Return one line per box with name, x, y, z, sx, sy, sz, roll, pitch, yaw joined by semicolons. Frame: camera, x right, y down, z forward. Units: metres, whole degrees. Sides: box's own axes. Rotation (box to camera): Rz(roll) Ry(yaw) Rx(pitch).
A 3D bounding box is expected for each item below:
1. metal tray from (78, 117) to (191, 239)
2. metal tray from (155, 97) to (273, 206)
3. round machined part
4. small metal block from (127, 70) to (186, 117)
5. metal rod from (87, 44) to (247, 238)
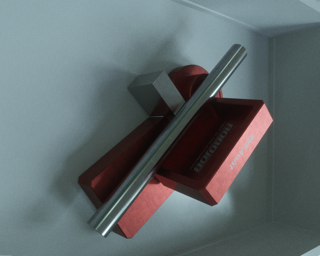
metal tray;-0.024;0.057;0.384;0.131;0.030;0.090;-42;116;-32
metal tray;0.060;0.020;0.366;0.130;0.090;0.030;-50;123;-21
round machined part;0.052;-0.041;0.439;0.099;0.042;0.097;0;90;-40
small metal block;-0.005;-0.041;0.386;0.025;0.050;0.050;-52;121;-27
metal rod;0.023;-0.002;0.375;0.301;0.025;0.025;-50;120;-24
